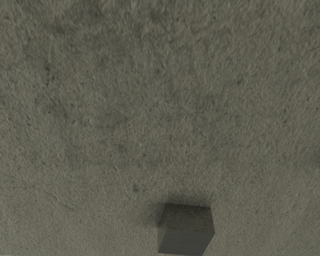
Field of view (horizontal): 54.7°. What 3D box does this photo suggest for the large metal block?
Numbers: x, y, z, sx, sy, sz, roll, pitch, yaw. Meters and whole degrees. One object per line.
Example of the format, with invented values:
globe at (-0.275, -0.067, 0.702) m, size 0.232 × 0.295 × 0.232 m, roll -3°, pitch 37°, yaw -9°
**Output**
large metal block at (0.043, 0.180, 0.545) m, size 0.081 × 0.050 × 0.079 m, roll 8°, pitch 130°, yaw -8°
